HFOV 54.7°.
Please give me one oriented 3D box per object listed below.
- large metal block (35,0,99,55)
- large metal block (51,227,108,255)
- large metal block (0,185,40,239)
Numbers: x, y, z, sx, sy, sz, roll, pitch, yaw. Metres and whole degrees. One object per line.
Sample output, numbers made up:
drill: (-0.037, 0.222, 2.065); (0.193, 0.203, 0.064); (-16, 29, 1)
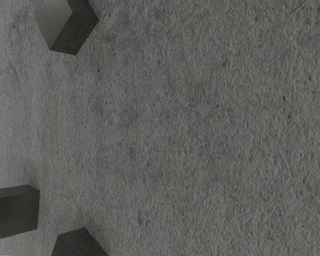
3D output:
large metal block: (-0.158, -0.183, 0.519); (0.080, 0.050, 0.080); (-44, 64, 31)
large metal block: (-0.132, 0.223, 0.498); (0.080, 0.050, 0.079); (34, 111, 34)
large metal block: (-0.289, 0.162, 0.608); (0.050, 0.081, 0.079); (10, 97, 39)
